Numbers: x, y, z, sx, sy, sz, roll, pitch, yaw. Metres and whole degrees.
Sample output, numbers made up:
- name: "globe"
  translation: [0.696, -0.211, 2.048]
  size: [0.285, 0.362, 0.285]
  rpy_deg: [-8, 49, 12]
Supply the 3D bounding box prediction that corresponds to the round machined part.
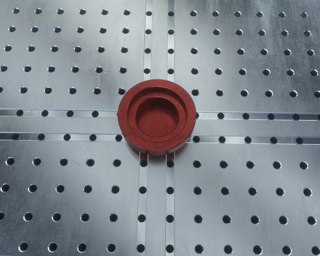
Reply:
- name: "round machined part"
  translation: [-0.004, -0.011, 0.406]
  size: [0.099, 0.042, 0.098]
  rpy_deg: [0, 70, 0]
